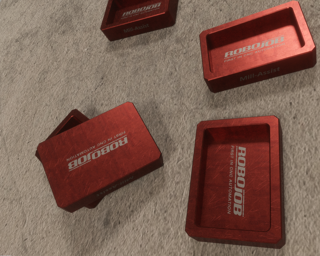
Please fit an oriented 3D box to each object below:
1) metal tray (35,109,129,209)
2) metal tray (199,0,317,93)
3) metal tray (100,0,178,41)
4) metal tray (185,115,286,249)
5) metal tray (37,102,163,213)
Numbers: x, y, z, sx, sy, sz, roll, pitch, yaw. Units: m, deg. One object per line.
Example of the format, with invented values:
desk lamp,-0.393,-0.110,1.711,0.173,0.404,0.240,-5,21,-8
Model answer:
metal tray,-0.108,0.038,0.432,0.130,0.030,0.090,33,80,38
metal tray,0.120,-0.104,0.400,0.130,0.030,0.090,-13,56,20
metal tray,-0.035,-0.208,0.544,0.130,0.030,0.090,-6,59,24
metal tray,0.080,0.053,0.325,0.090,0.030,0.130,-4,60,25
metal tray,-0.073,0.033,0.383,0.131,0.030,0.090,-26,65,-8
